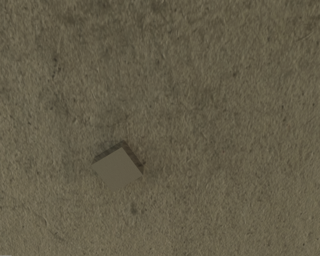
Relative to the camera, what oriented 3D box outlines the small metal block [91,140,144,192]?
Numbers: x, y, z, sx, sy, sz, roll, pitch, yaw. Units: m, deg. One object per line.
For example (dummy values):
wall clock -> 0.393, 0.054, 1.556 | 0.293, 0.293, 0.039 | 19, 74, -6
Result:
small metal block -> -0.058, 0.053, 0.429 | 0.050, 0.025, 0.050 | -31, 108, 10
